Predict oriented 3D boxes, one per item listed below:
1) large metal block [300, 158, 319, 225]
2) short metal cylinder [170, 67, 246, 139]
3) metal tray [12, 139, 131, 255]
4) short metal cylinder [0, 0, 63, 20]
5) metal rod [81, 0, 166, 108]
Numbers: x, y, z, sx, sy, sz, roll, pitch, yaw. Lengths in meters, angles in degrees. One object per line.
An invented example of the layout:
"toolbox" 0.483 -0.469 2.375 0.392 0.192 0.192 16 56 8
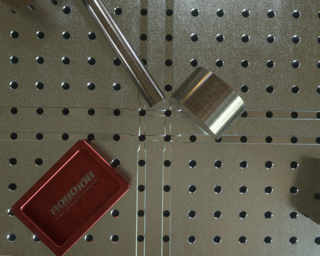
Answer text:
"large metal block" 0.244 0.091 0.404 0.080 0.050 0.080 16 90 -1
"short metal cylinder" 0.059 -0.030 0.387 0.080 0.080 0.050 42 90 -1
"metal tray" -0.114 0.089 0.409 0.090 0.030 0.130 45 90 -1
"short metal cylinder" -0.171 -0.188 0.399 0.081 0.050 0.079 0 90 -1
"metal rod" -0.084 -0.159 0.412 0.025 0.025 0.299 -33 90 0
